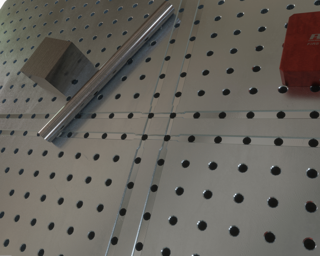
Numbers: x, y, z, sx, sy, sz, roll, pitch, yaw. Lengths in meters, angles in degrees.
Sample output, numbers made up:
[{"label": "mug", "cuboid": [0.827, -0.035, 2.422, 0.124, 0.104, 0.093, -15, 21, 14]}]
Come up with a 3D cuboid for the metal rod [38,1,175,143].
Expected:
[{"label": "metal rod", "cuboid": [-0.084, -0.095, 0.510, 0.300, 0.025, 0.025, -48, 51, -6]}]

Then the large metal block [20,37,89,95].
[{"label": "large metal block", "cuboid": [-0.191, -0.114, 0.562, 0.080, 0.050, 0.080, 20, 72, 35]}]

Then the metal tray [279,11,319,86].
[{"label": "metal tray", "cuboid": [0.212, -0.092, 0.351, 0.130, 0.030, 0.090, 5, 64, 30]}]
